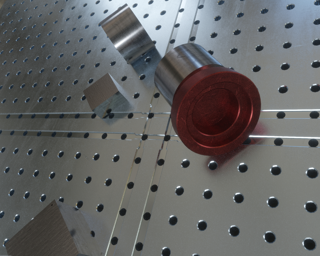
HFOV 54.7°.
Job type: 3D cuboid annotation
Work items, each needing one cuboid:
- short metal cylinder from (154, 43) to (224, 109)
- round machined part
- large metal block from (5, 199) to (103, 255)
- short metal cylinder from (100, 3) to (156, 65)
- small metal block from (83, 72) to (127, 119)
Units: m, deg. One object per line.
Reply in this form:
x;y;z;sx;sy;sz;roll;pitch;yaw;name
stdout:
0.040;-0.058;0.388;0.080;0.080;0.050;-37;51;3;short metal cylinder
0.059;-0.021;0.349;0.098;0.098;0.042;-38;29;2;round machined part
-0.125;0.147;0.368;0.080;0.050;0.080;-42;51;-1;large metal block
-0.050;-0.147;0.490;0.050;0.080;0.080;-34;51;6;short metal cylinder
-0.087;-0.051;0.485;0.050;0.025;0.050;-36;51;4;small metal block
